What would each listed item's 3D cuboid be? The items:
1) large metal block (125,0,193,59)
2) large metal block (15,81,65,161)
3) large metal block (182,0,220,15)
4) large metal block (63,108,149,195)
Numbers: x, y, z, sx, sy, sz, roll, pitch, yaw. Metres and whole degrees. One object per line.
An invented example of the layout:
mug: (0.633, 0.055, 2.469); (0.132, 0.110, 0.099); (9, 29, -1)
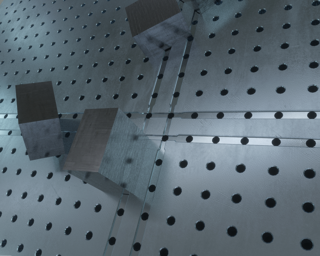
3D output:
large metal block: (-0.003, -0.171, 0.498); (0.080, 0.050, 0.080); (-24, 53, 13)
large metal block: (-0.178, -0.011, 0.461); (0.050, 0.079, 0.080); (-11, 50, -18)
large metal block: (0.070, -0.244, 0.504); (0.080, 0.050, 0.080); (-38, 51, 2)
large metal block: (-0.062, 0.030, 0.386); (0.050, 0.080, 0.080); (0, 62, 28)
